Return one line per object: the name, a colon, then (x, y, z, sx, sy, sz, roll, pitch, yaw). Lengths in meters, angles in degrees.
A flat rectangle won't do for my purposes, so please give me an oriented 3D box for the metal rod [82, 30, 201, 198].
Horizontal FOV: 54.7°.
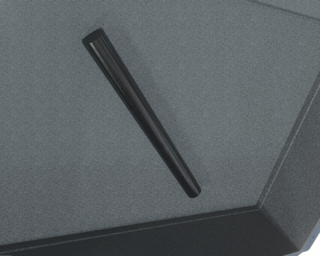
metal rod: (-0.006, 0.005, 0.409, 0.025, 0.025, 0.299, -36, 130, -5)
